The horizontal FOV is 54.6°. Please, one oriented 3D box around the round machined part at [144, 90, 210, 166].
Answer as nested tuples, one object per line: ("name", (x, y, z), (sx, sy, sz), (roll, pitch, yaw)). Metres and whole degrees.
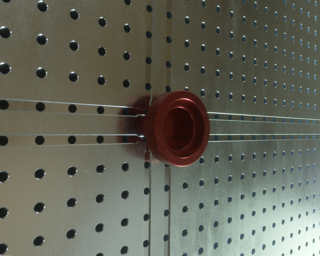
("round machined part", (0.018, 0.000, 0.412), (0.099, 0.042, 0.097), (0, 90, -40))
